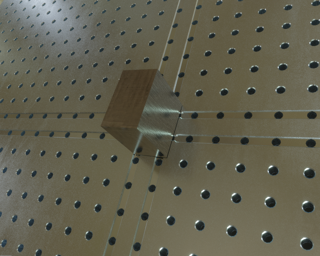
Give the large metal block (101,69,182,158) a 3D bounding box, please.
[{"bbox_3d":[-0.019,-0.017,0.391,0.050,0.080,0.080,4,64,29],"label":"large metal block"}]
